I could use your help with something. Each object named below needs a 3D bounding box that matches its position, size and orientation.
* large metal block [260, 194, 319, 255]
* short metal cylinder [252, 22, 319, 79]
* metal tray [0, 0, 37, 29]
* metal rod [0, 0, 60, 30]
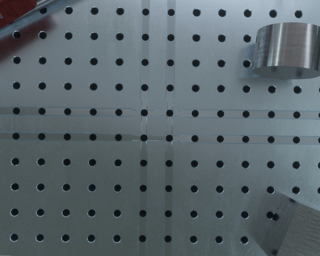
[{"bbox_3d":[0.191,0.143,0.402,0.080,0.050,0.080,23,90,0],"label":"large metal block"},{"bbox_3d":[0.160,-0.093,0.387,0.080,0.080,0.050,7,90,0],"label":"short metal cylinder"},{"bbox_3d":[-0.232,-0.156,0.388,0.130,0.030,0.090,-32,65,-3],"label":"metal tray"},{"bbox_3d":[-0.217,-0.143,0.411,0.301,0.025,0.025,-27,90,0],"label":"metal rod"}]
